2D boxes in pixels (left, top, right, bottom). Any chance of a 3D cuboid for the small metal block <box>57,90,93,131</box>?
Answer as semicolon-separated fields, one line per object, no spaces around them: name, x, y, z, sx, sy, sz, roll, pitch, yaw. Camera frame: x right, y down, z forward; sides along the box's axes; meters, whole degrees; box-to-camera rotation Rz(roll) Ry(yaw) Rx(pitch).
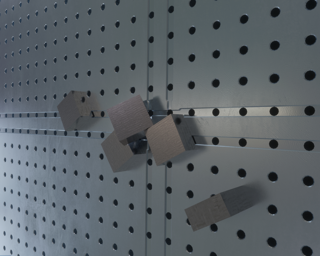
small metal block;-0.147;-0.029;0.533;0.050;0.025;0.050;-37;67;34

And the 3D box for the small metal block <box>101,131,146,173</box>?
small metal block;-0.055;0.030;0.456;0.050;0.025;0.050;-42;65;32

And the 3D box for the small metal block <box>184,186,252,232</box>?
small metal block;0.064;0.088;0.341;0.050;0.050;0.025;-36;68;34

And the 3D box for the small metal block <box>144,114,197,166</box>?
small metal block;0.013;0.016;0.400;0.050;0.025;0.050;-33;70;35

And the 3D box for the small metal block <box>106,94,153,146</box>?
small metal block;-0.039;-0.011;0.427;0.050;0.025;0.050;-25;71;1
